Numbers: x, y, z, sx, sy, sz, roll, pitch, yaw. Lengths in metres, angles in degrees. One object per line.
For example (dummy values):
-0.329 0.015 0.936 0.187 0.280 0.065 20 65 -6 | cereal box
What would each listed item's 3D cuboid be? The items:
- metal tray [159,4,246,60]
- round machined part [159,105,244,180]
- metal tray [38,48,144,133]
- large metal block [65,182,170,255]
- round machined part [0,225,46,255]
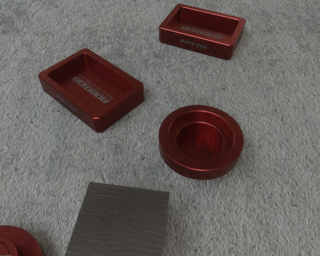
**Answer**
0.074 -0.172 0.545 0.130 0.030 0.090 19 52 15 | metal tray
0.048 0.021 0.375 0.099 0.042 0.098 0 50 0 | round machined part
-0.098 -0.059 0.448 0.130 0.030 0.090 35 58 25 | metal tray
-0.036 0.104 0.299 0.080 0.050 0.080 7 50 5 | large metal block
-0.156 0.134 0.277 0.099 0.042 0.098 0 50 0 | round machined part
